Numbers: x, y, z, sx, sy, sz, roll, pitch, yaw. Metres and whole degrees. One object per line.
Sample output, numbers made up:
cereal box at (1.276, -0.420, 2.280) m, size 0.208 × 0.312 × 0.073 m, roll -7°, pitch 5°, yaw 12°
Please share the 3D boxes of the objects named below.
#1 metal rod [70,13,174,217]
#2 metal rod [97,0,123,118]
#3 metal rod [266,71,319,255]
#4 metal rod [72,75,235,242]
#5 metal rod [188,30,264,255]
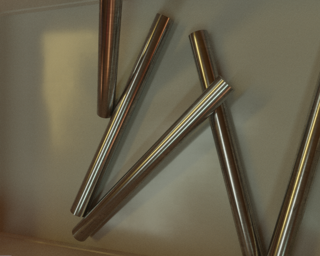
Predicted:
metal rod at (-0.056, -0.011, 0.429) m, size 0.025 × 0.025 × 0.298 m, roll 28°, pitch 99°, yaw 17°
metal rod at (-0.054, -0.131, 0.341) m, size 0.025 × 0.025 × 0.298 m, roll 28°, pitch 134°, yaw 17°
metal rod at (0.164, 0.030, 0.343) m, size 0.025 × 0.025 × 0.298 m, roll 16°, pitch 92°, yaw 19°
metal rod at (-0.020, 0.051, 0.401) m, size 0.025 × 0.025 × 0.299 m, roll 48°, pitch 110°, yaw 13°
metal rod at (0.082, 0.026, 0.381) m, size 0.025 × 0.025 × 0.298 m, roll -15°, pitch 85°, yaw 19°
